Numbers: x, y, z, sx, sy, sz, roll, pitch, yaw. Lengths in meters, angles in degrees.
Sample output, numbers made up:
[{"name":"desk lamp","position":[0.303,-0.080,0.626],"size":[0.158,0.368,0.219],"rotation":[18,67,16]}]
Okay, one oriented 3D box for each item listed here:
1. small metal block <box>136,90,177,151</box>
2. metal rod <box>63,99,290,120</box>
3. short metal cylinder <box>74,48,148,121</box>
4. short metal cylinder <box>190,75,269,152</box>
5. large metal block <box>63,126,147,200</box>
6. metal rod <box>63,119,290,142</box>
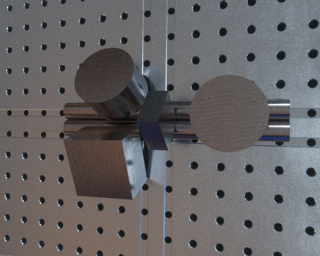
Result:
[{"name":"small metal block","position":[-0.002,-0.009,0.366],"size":[0.025,0.050,0.050],"rotation":[1,48,20]},{"name":"metal rod","position":[0.007,-0.023,0.406],"size":[0.301,0.025,0.025],"rotation":[1,90,19]},{"name":"short metal cylinder","position":[-0.062,-0.056,0.402],"size":[0.080,0.050,0.080],"rotation":[-7,64,16]},{"name":"short metal cylinder","position":[0.078,-0.015,0.341],"size":[0.080,0.050,0.079],"rotation":[0,90,20]},{"name":"large metal block","position":[-0.069,0.043,0.405],"size":[0.080,0.050,0.079],"rotation":[-1,110,20]},{"name":"metal rod","position":[0.007,0.002,0.406],"size":[0.301,0.025,0.025],"rotation":[1,90,19]}]
